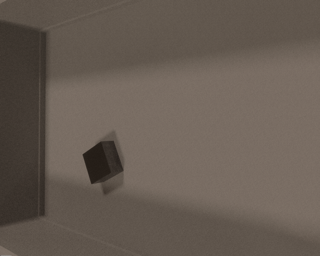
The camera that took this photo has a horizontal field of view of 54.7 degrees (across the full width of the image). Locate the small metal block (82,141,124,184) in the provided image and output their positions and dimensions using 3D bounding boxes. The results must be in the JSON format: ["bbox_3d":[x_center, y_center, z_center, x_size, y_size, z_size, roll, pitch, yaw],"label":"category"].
[{"bbox_3d":[-0.088,0.053,0.477,0.050,0.025,0.050,-32,70,35],"label":"small metal block"}]
